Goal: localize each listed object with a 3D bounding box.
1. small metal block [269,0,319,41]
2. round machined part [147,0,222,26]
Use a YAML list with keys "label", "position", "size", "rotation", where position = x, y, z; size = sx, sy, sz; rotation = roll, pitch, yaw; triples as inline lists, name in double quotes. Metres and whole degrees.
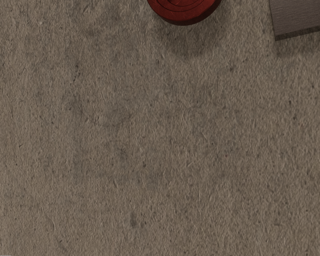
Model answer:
- label: "small metal block"
  position: [0.155, -0.133, 0.355]
  size: [0.050, 0.025, 0.050]
  rotation: [-9, 87, 19]
- label: "round machined part"
  position: [0.034, -0.177, 0.387]
  size: [0.098, 0.042, 0.097]
  rotation: [0, 90, 19]
